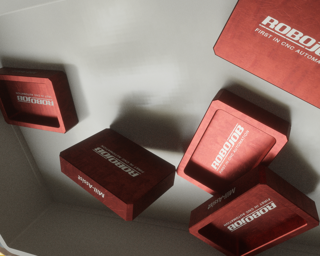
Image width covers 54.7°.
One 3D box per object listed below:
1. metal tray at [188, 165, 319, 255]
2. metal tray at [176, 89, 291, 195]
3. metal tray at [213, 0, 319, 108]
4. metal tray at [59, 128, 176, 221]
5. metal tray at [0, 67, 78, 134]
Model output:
[{"bbox_3d":[0.109,0.110,0.380,0.090,0.030,0.129,35,126,-13],"label":"metal tray"},{"bbox_3d":[0.084,0.028,0.378,0.090,0.030,0.129,30,128,9],"label":"metal tray"},{"bbox_3d":[0.127,-0.081,0.280,0.130,0.030,0.089,28,129,2],"label":"metal tray"},{"bbox_3d":[-0.056,0.054,0.411,0.130,0.091,0.030,28,129,29],"label":"metal tray"},{"bbox_3d":[-0.197,-0.044,0.481,0.130,0.030,0.089,8,122,24],"label":"metal tray"}]
